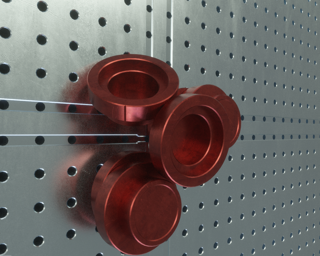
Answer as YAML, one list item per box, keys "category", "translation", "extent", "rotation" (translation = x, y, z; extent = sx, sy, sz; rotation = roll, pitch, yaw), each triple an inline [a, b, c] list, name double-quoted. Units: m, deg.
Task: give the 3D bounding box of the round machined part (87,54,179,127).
- category: "round machined part"
  translation: [-0.030, -0.039, 0.347]
  extent: [0.099, 0.098, 0.042]
  rotation: [-34, 147, -35]

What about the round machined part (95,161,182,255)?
- category: "round machined part"
  translation: [-0.015, 0.085, 0.329]
  extent: [0.099, 0.042, 0.097]
  rotation: [0, 90, -40]

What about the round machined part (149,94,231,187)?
- category: "round machined part"
  translation: [0.028, 0.011, 0.337]
  extent: [0.099, 0.042, 0.097]
  rotation: [-8, 103, -36]

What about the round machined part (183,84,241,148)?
- category: "round machined part"
  translation: [0.066, -0.007, 0.397]
  extent: [0.099, 0.042, 0.097]
  rotation: [1, 89, -40]

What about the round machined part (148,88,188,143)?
- category: "round machined part"
  translation: [0.036, -0.003, 0.400]
  extent: [0.099, 0.042, 0.097]
  rotation: [0, 90, -40]

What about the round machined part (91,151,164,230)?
- category: "round machined part"
  translation: [-0.024, 0.076, 0.350]
  extent: [0.099, 0.042, 0.097]
  rotation: [0, 90, -40]
